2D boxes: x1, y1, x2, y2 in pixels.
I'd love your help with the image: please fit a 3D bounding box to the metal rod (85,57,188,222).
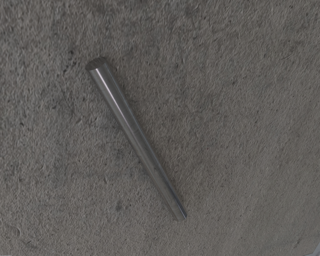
[{"bbox_3d":[-0.017,0.038,0.420,0.025,0.025,0.299,-32,129,-8],"label":"metal rod"}]
